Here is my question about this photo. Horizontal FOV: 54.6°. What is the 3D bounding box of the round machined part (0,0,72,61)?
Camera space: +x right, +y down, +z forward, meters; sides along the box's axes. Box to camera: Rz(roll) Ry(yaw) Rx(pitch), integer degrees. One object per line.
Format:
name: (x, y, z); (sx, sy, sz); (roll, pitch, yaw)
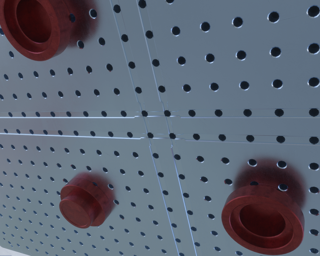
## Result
round machined part: (-0.154, -0.139, 0.397); (0.098, 0.042, 0.097); (13, 124, 21)

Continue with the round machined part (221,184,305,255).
round machined part: (0.133, 0.112, 0.400); (0.098, 0.042, 0.097); (13, 124, 21)

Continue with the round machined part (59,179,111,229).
round machined part: (-0.143, 0.144, 0.566); (0.098, 0.042, 0.097); (13, 124, 21)
